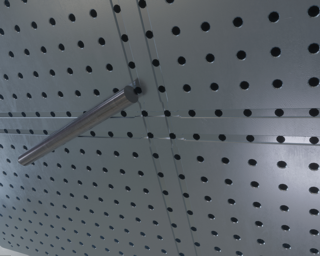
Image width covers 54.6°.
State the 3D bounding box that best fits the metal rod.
[{"bbox_3d":[-0.146,0.008,0.493,0.299,0.025,0.025,-26,105,37],"label":"metal rod"}]
